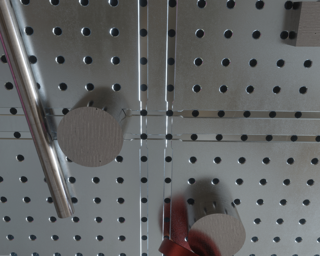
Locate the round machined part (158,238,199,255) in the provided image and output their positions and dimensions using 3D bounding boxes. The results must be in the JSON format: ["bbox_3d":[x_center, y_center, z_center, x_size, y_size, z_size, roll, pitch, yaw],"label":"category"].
[{"bbox_3d":[0.040,0.201,0.446,0.098,0.098,0.042,33,72,-12],"label":"round machined part"}]

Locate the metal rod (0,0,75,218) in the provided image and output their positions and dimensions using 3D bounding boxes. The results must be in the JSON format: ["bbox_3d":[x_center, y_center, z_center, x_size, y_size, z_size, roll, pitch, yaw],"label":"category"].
[{"bbox_3d":[-0.162,-0.012,0.407,0.025,0.025,0.298,-9,110,3],"label":"metal rod"}]

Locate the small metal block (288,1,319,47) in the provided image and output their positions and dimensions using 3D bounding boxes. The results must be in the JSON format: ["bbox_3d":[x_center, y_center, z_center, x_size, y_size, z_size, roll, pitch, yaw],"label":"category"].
[{"bbox_3d":[0.186,-0.124,0.369,0.050,0.025,0.050,0,110,0],"label":"small metal block"}]

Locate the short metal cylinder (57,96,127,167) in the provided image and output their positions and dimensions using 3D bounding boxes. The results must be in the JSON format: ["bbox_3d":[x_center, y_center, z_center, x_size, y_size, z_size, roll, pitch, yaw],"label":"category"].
[{"bbox_3d":[-0.085,0.004,0.400,0.081,0.050,0.079,0,110,0],"label":"short metal cylinder"}]

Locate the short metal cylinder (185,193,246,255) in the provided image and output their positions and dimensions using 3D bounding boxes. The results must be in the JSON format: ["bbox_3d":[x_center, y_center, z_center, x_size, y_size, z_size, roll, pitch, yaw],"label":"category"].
[{"bbox_3d":[0.079,0.144,0.454,0.081,0.050,0.079,0,110,0],"label":"short metal cylinder"}]
